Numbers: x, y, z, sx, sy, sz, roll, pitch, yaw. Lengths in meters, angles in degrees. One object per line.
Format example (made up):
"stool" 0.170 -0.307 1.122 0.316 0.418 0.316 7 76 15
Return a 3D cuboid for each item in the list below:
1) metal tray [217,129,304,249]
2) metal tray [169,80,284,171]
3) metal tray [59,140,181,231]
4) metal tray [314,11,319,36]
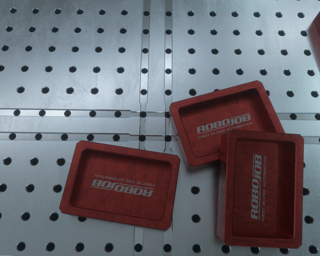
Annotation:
"metal tray" 0.118 0.070 0.364 0.091 0.030 0.129 4 84 -4
"metal tray" 0.086 -0.004 0.411 0.131 0.030 0.090 -15 71 -6
"metal tray" -0.046 0.071 0.382 0.131 0.030 0.090 9 70 3
"metal tray" 0.297 -0.126 0.459 0.091 0.030 0.129 -8 70 -3
